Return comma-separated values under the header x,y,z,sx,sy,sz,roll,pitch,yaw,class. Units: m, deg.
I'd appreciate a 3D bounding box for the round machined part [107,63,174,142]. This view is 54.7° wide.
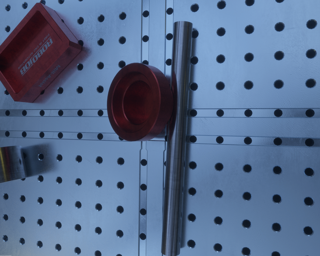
x,y,z,sx,sy,sz,roll,pitch,yaw,class
-0.021,-0.032,0.398,0.098,0.042,0.097,-2,88,43,round machined part

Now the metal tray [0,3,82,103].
x,y,z,sx,sy,sz,roll,pitch,yaw,class
-0.194,-0.113,0.476,0.130,0.030,0.090,-41,77,15,metal tray

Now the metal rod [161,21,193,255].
x,y,z,sx,sy,sz,roll,pitch,yaw,class
0.022,0.014,0.404,0.025,0.025,0.298,4,91,19,metal rod

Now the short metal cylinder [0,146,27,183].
x,y,z,sx,sy,sz,roll,pitch,yaw,class
-0.249,0.060,0.469,0.080,0.080,0.050,-14,85,19,short metal cylinder
